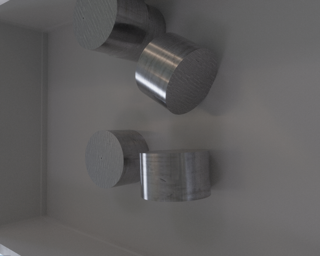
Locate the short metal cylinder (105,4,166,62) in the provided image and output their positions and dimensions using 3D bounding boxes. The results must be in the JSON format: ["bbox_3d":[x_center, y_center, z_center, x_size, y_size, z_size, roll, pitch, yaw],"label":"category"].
[{"bbox_3d":[-0.039,-0.133,0.423,0.080,0.050,0.080,0,90,40],"label":"short metal cylinder"}]

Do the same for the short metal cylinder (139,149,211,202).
[{"bbox_3d":[0.017,0.052,0.357,0.080,0.081,0.050,-3,88,40],"label":"short metal cylinder"}]

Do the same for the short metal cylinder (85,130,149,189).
[{"bbox_3d":[-0.061,0.042,0.441,0.080,0.050,0.080,0,90,40],"label":"short metal cylinder"}]

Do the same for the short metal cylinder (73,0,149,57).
[{"bbox_3d":[-0.061,-0.131,0.375,0.080,0.050,0.080,1,91,40],"label":"short metal cylinder"}]

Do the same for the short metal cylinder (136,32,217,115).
[{"bbox_3d":[0.019,-0.062,0.355,0.050,0.081,0.079,37,113,34],"label":"short metal cylinder"}]
